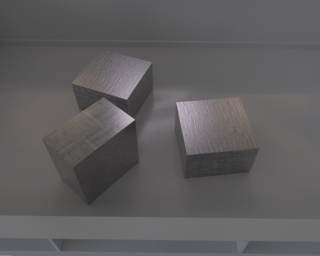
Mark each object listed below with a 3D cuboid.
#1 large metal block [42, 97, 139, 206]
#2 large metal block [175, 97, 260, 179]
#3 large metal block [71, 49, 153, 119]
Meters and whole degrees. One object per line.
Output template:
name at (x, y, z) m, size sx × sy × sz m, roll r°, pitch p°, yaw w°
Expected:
large metal block at (-0.072, 0.026, 0.347) m, size 0.050 × 0.080 × 0.080 m, roll 35°, pitch 58°, yaw 26°
large metal block at (0.065, 0.011, 0.380) m, size 0.081 × 0.050 × 0.080 m, roll -5°, pitch 50°, yaw -4°
large metal block at (-0.063, -0.059, 0.438) m, size 0.080 × 0.050 × 0.080 m, roll 17°, pitch 52°, yaw 14°
